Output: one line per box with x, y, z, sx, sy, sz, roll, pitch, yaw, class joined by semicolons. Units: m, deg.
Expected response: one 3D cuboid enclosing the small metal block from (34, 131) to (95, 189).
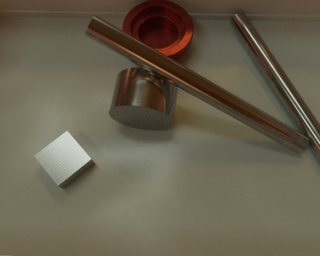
-0.120;0.041;0.393;0.050;0.025;0.050;-40;75;-14;small metal block

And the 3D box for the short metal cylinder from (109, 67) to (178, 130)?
-0.020;-0.034;0.393;0.080;0.080;0.050;8;70;2;short metal cylinder

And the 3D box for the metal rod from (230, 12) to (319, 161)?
0.180;-0.040;0.426;0.025;0.025;0.299;-23;72;-9;metal rod

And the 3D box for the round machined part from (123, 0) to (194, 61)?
-0.003;-0.133;0.449;0.099;0.042;0.098;0;70;-1;round machined part

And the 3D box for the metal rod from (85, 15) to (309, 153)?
0.055;-0.044;0.369;0.301;0.025;0.025;27;71;-14;metal rod
